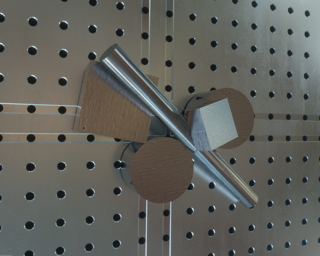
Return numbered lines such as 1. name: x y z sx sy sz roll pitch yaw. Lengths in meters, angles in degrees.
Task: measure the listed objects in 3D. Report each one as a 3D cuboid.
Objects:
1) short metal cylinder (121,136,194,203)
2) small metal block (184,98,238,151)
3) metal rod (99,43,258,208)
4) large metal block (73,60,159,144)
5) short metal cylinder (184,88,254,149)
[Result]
1. short metal cylinder: -0.005 0.050 0.394 0.081 0.050 0.079 0 90 -20
2. small metal block: 0.062 -0.004 0.371 0.050 0.025 0.050 -22 98 -37
3. metal rod: 0.041 0.015 0.387 0.300 0.025 0.025 45 76 -29
4. large metal block: -0.054 -0.028 0.374 0.081 0.050 0.080 12 86 -20
5. short metal cylinder: 0.080 -0.013 0.425 0.081 0.050 0.079 0 90 -20
